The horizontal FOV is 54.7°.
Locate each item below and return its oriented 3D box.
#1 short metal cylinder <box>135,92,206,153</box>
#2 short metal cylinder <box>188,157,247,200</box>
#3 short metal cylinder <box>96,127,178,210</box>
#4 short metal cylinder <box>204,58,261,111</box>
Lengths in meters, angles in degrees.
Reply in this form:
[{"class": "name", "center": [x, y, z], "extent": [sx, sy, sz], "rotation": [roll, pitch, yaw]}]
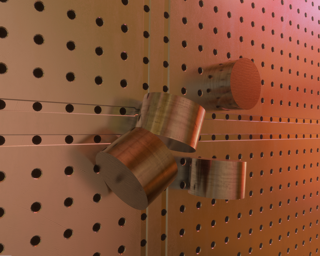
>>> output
[{"class": "short metal cylinder", "center": [0.012, -0.005, 0.385], "extent": [0.080, 0.080, 0.050], "rotation": [26, 74, -38]}, {"class": "short metal cylinder", "center": [0.082, 0.070, 0.445], "extent": [0.081, 0.080, 0.050], "rotation": [7, 86, -40]}, {"class": "short metal cylinder", "center": [-0.027, 0.046, 0.353], "extent": [0.050, 0.080, 0.080], "rotation": [-40, 115, -33]}, {"class": "short metal cylinder", "center": [0.116, -0.068, 0.493], "extent": [0.081, 0.050, 0.079], "rotation": [0, 90, -40]}]
